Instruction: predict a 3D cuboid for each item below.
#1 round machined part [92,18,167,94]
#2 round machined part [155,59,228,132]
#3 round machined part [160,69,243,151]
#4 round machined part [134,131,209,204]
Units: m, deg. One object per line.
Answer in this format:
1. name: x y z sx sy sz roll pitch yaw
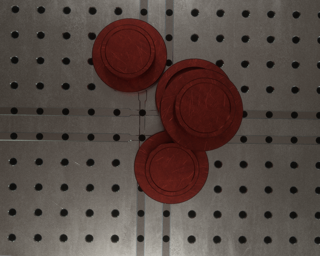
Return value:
1. round machined part: -0.040 -0.095 0.404 0.099 0.042 0.097 0 90 -1
2. round machined part: 0.043 -0.037 0.404 0.099 0.042 0.097 0 87 -3
3. round machined part: 0.049 -0.022 0.361 0.099 0.042 0.097 0 87 -3
4. round machined part: 0.015 0.051 0.405 0.099 0.042 0.097 0 90 -1
